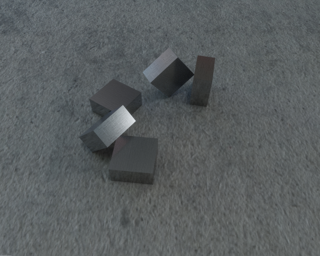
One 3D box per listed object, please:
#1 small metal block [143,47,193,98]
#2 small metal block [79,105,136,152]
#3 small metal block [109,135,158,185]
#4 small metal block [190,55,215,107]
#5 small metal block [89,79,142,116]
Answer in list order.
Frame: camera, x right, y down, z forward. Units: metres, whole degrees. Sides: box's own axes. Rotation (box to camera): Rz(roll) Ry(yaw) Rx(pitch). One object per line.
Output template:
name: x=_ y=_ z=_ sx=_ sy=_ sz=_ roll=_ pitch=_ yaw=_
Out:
small metal block: x=0.013 y=-0.077 z=0.439 sx=0.050 sy=0.050 sz=0.025 roll=-42 pitch=54 yaw=12
small metal block: x=-0.066 y=0.001 z=0.382 sx=0.050 sy=0.050 sz=0.025 roll=-46 pitch=106 yaw=-31
small metal block: x=-0.030 y=0.037 z=0.371 sx=0.050 sy=0.025 sz=0.050 roll=5 pitch=50 yaw=4
small metal block: x=0.061 y=-0.067 z=0.444 sx=0.025 sy=0.050 sz=0.050 roll=10 pitch=51 yaw=5
small metal block: x=-0.061 y=-0.036 z=0.433 sx=0.050 sy=0.025 sz=0.050 roll=28 pitch=55 yaw=21
